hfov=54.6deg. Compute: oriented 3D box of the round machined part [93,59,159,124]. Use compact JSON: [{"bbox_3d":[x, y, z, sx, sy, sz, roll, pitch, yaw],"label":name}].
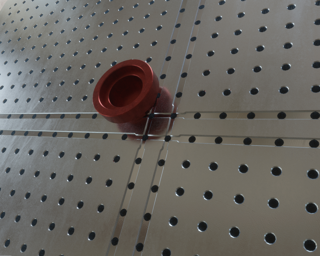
[{"bbox_3d":[-0.045,-0.048,0.452,0.098,0.042,0.098,-13,56,21],"label":"round machined part"}]
